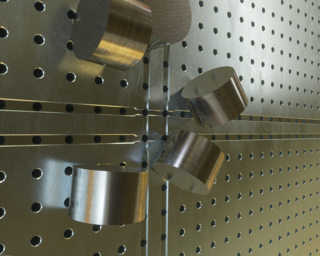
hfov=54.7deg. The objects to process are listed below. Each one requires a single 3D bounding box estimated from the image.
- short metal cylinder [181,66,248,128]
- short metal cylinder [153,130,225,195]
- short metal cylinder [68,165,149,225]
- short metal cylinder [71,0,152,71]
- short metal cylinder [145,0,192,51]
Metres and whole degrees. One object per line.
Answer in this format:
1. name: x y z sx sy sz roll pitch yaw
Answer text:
1. short metal cylinder: 0.077 -0.045 0.441 0.080 0.080 0.050 -46 118 -30
2. short metal cylinder: 0.038 0.046 0.407 0.080 0.080 0.050 44 64 -32
3. short metal cylinder: -0.054 0.068 0.330 0.081 0.080 0.050 7 86 -40
4. short metal cylinder: -0.053 -0.106 0.330 0.050 0.080 0.080 8 85 -40
5. short metal cylinder: -0.006 -0.142 0.389 0.081 0.050 0.079 0 90 -40
